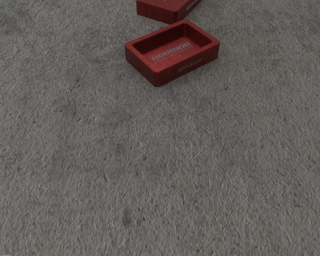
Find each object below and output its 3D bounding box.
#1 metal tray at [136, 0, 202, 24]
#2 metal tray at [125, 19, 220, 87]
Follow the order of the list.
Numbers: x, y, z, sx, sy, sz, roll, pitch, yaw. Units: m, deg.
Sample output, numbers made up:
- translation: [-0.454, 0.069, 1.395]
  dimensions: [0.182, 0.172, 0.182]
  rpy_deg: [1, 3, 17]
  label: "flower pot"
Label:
- translation: [0.023, -0.259, 0.617]
  dimensions: [0.090, 0.030, 0.130]
  rpy_deg: [24, 54, 19]
  label: "metal tray"
- translation: [0.020, -0.126, 0.505]
  dimensions: [0.131, 0.030, 0.090]
  rpy_deg: [-29, 56, -23]
  label: "metal tray"
